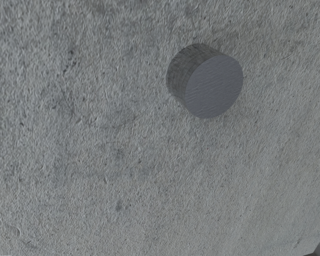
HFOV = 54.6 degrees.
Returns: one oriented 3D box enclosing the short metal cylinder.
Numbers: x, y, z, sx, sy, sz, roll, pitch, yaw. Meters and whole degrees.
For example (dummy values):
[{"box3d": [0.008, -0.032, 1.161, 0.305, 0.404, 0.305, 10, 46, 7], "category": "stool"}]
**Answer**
[{"box3d": [0.054, -0.058, 0.384, 0.081, 0.050, 0.080, -14, 124, -21], "category": "short metal cylinder"}]
